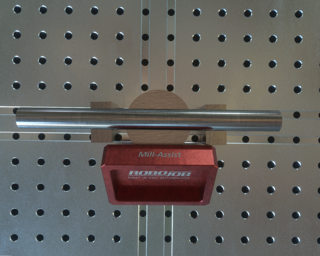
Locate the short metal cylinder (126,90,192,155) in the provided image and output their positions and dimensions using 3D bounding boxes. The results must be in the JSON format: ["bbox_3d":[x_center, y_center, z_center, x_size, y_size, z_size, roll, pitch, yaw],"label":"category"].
[{"bbox_3d":[-0.002,-0.007,0.400,0.081,0.050,0.080,0,90,0],"label":"short metal cylinder"}]

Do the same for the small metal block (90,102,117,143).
[{"bbox_3d":[-0.071,-0.007,0.400,0.025,0.050,0.050,-1,90,0],"label":"small metal block"}]

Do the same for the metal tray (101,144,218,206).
[{"bbox_3d":[-0.001,0.060,0.383,0.131,0.089,0.030,0,47,0],"label":"metal tray"}]

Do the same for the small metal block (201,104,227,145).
[{"bbox_3d":[0.068,-0.004,0.401,0.025,0.050,0.050,-1,90,0],"label":"small metal block"}]

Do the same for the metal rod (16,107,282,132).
[{"bbox_3d":[-0.012,-0.010,0.363,0.302,0.025,0.025,1,90,0],"label":"metal rod"}]
